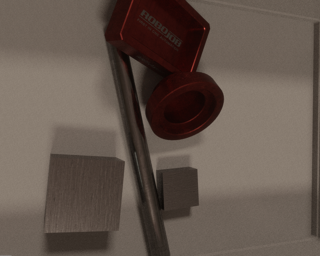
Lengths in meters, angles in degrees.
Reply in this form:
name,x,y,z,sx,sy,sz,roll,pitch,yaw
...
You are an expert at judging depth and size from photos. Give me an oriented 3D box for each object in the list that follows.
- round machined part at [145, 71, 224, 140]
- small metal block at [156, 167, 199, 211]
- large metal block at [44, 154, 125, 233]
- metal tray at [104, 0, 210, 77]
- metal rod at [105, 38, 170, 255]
name,x,y,z,sx,sy,sz,roll,pitch,yaw
round machined part,0.028,-0.032,0.395,0.099,0.042,0.097,-16,141,-13
small metal block,0.024,0.081,0.421,0.050,0.025,0.050,-3,91,-20
large metal block,-0.090,0.074,0.365,0.081,0.050,0.080,5,88,-20
metal tray,0.004,-0.119,0.381,0.131,0.030,0.090,25,81,-45
metal rod,-0.028,0.025,0.401,0.025,0.025,0.298,-13,95,-20
